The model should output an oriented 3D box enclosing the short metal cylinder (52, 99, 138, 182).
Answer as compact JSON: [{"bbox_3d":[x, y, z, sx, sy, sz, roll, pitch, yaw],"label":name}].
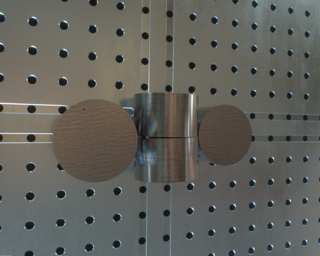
[{"bbox_3d":[-0.068,0.012,0.319,0.081,0.050,0.079,0,90,-20],"label":"short metal cylinder"}]

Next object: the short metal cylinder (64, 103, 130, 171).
[{"bbox_3d":[-0.074,0.008,0.372,0.081,0.050,0.079,0,90,-20],"label":"short metal cylinder"}]

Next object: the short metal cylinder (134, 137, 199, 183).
[{"bbox_3d":[0.008,0.036,0.386,0.081,0.080,0.050,-1,91,-20],"label":"short metal cylinder"}]

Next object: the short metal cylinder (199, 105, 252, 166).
[{"bbox_3d":[0.078,0.009,0.427,0.081,0.050,0.079,0,90,-20],"label":"short metal cylinder"}]

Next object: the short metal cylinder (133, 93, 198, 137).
[{"bbox_3d":[0.007,-0.015,0.386,0.081,0.080,0.050,1,91,-20],"label":"short metal cylinder"}]
